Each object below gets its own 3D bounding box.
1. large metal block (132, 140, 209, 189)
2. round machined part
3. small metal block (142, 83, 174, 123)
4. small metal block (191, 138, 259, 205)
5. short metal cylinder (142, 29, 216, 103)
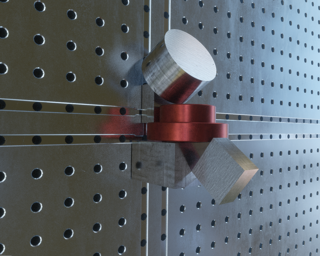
[{"bbox_3d":[0.021,0.042,0.392,0.081,0.080,0.050,1,90,-40],"label":"large metal block"},{"bbox_3d":[0.034,-0.006,0.378,0.099,0.098,0.042,1,90,-40],"label":"round machined part"},{"bbox_3d":[0.004,-0.031,0.413,0.050,0.025,0.050,1,90,-40],"label":"small metal block"},{"bbox_3d":[0.068,0.046,0.334,0.025,0.050,0.050,2,127,-41],"label":"small metal block"},{"bbox_3d":[0.024,-0.077,0.393,0.080,0.050,0.080,23,47,-27],"label":"short metal cylinder"}]
